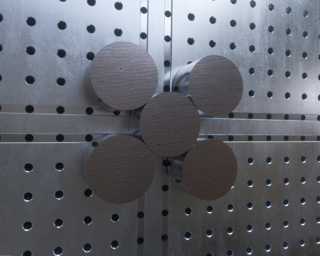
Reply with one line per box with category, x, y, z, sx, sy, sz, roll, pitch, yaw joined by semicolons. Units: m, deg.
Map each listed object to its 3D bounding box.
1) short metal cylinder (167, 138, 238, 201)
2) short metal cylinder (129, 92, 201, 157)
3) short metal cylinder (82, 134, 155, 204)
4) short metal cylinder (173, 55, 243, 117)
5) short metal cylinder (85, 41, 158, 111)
short metal cylinder;0.057;0.053;0.421;0.081;0.050;0.079;0;90;-21
short metal cylinder;0.005;-0.005;0.402;0.081;0.050;0.079;0;90;-21
short metal cylinder;-0.052;0.048;0.380;0.081;0.050;0.079;0;90;-21
short metal cylinder;0.065;-0.054;0.422;0.081;0.050;0.079;0;90;-21
short metal cylinder;-0.048;-0.061;0.381;0.081;0.050;0.079;0;90;-21
